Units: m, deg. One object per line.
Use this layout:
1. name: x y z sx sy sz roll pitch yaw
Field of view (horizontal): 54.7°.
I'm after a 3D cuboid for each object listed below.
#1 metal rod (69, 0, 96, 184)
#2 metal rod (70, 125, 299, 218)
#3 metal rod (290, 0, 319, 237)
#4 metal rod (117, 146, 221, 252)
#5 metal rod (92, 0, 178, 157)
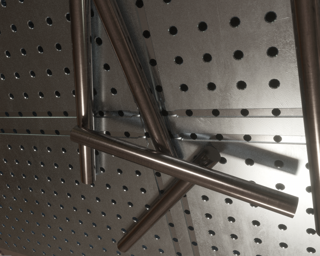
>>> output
1. metal rod: -0.108 -0.036 0.443 0.025 0.025 0.298 18 126 17
2. metal rod: 0.017 0.049 0.397 0.301 0.025 0.025 17 125 18
3. metal rod: 0.164 -0.003 0.322 0.025 0.025 0.298 -4 117 29
4. metal rod: -0.001 0.127 0.488 0.025 0.025 0.298 38 129 2
5. metal rod: -0.035 -0.074 0.381 0.025 0.025 0.299 -9 114 31
